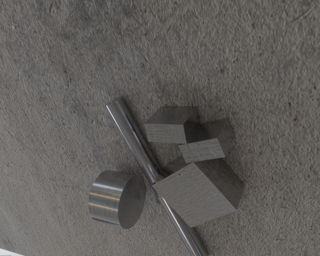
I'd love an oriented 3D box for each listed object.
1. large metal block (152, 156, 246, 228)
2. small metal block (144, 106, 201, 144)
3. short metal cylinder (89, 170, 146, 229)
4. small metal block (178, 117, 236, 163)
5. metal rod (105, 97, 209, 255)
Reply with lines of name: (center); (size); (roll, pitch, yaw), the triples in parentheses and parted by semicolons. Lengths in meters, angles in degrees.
large metal block: (0.051, 0.076, 0.411); (0.080, 0.050, 0.080); (48, 129, -6)
small metal block: (0.016, -0.005, 0.379); (0.050, 0.050, 0.025); (2, 119, 27)
short metal cylinder: (-0.063, 0.107, 0.471); (0.050, 0.080, 0.079); (6, 121, 25)
small metal block: (0.057, 0.014, 0.370); (0.050, 0.050, 0.025); (-13, 111, 33)
metal rod: (0.004, 0.091, 0.460); (0.025, 0.025, 0.299); (-16, 111, 34)
